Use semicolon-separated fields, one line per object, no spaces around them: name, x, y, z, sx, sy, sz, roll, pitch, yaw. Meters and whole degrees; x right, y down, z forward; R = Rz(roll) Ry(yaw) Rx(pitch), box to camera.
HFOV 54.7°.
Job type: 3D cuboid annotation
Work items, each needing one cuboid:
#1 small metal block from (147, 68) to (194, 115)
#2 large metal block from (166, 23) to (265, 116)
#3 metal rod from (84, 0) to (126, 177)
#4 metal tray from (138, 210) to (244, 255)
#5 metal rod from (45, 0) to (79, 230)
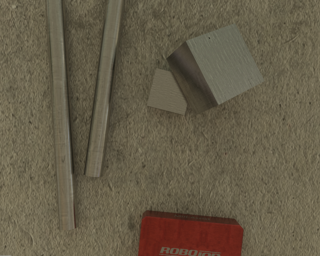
small metal block;0.013;-0.047;0.410;0.050;0.025;0.050;14;90;-1
large metal block;0.068;-0.072;0.383;0.081;0.050;0.080;-27;90;-28
metal rod;-0.069;-0.086;0.408;0.025;0.025;0.298;7;90;-1
metal tray;0.038;0.163;0.408;0.131;0.030;0.089;6;90;-1
metal rod;-0.129;-0.018;0.408;0.025;0.025;0.298;-3;90;-1
